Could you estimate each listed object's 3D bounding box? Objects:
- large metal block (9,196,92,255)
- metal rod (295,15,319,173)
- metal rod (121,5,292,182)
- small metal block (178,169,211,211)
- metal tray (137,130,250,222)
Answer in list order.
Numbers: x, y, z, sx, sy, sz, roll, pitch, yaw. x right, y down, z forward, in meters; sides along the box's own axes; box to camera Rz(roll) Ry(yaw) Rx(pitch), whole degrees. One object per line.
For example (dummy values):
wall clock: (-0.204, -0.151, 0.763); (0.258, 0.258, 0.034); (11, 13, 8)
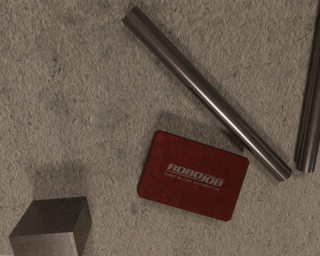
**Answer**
large metal block: (-0.147, 0.142, 0.431); (0.081, 0.080, 0.050); (-5, 110, 1)
metal rod: (0.202, -0.083, 0.382); (0.025, 0.025, 0.298); (0, 110, 0)
metal rod: (0.069, -0.034, 0.398); (0.025, 0.025, 0.300); (-43, 105, 14)
small metal block: (0.059, 0.087, 0.443); (0.050, 0.025, 0.050); (28, 107, -10)
metal tray: (0.043, 0.063, 0.417); (0.131, 0.030, 0.090); (18, 91, -7)
